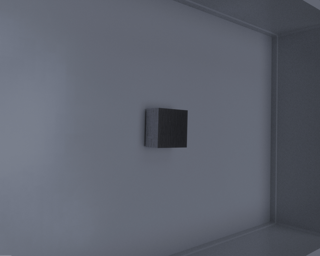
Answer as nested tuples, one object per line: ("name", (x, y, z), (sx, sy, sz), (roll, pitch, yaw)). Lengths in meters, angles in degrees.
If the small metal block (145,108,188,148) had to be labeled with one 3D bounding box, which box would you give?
("small metal block", (0.009, 0.000, 0.408), (0.050, 0.025, 0.050), (2, 89, -40))
